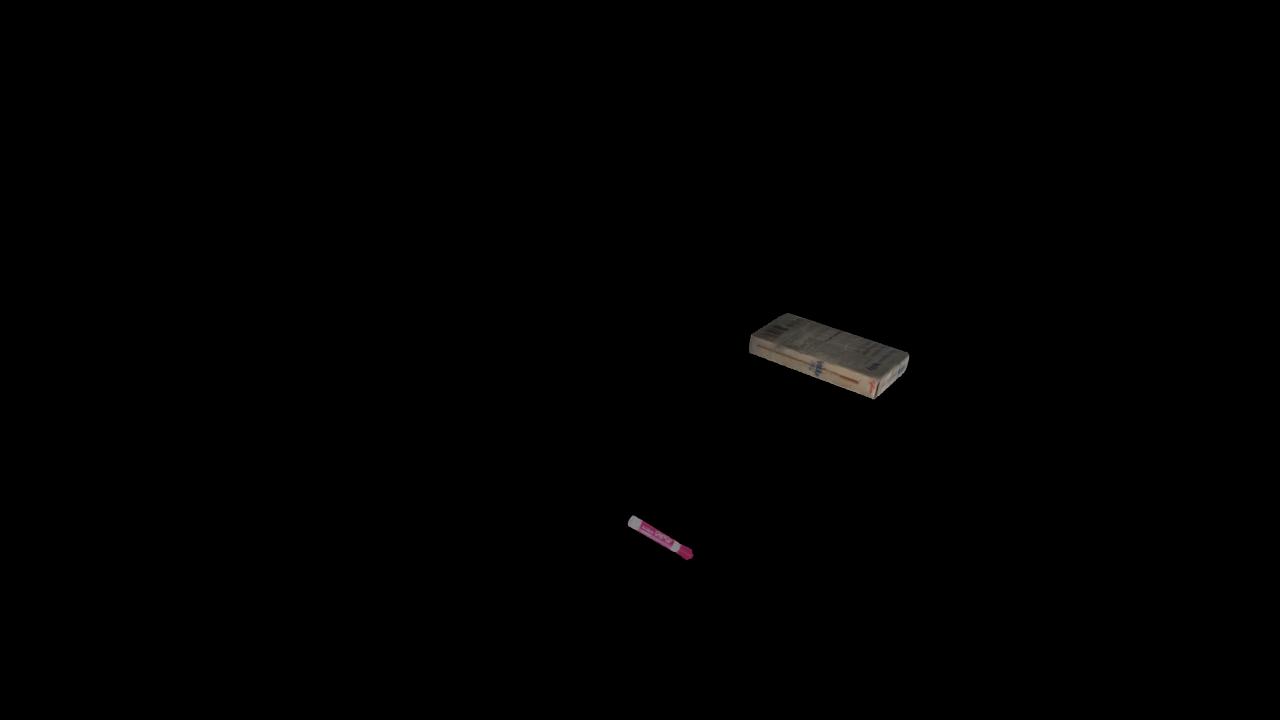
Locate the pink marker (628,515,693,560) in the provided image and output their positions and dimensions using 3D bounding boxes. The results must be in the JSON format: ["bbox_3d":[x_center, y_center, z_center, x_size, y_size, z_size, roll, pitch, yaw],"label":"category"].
[{"bbox_3d":[0.035,0.286,0.986,0.121,0.020,0.020,33,-7,-11],"label":"pink marker"}]

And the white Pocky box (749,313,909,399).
[{"bbox_3d":[0.209,-0.009,0.688,0.154,0.028,0.084,24,35,35],"label":"white Pocky box"}]
